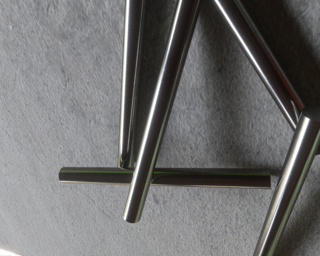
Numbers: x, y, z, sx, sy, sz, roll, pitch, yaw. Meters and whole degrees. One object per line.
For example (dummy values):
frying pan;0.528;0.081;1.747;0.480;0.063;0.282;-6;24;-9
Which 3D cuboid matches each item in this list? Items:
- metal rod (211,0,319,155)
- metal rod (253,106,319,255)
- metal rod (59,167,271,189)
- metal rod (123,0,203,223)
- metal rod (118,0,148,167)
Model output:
metal rod;0.083;-0.097;0.302;0.025;0.025;0.299;-28;104;37
metal rod;0.144;0.104;0.375;0.025;0.025;0.298;15;131;19
metal rod;-0.007;0.067;0.426;0.301;0.025;0.025;-2;118;20
metal rod;-0.003;-0.007;0.367;0.025;0.025;0.298;22;116;14
metal rod;-0.035;-0.063;0.384;0.025;0.025;0.298;19;126;16
